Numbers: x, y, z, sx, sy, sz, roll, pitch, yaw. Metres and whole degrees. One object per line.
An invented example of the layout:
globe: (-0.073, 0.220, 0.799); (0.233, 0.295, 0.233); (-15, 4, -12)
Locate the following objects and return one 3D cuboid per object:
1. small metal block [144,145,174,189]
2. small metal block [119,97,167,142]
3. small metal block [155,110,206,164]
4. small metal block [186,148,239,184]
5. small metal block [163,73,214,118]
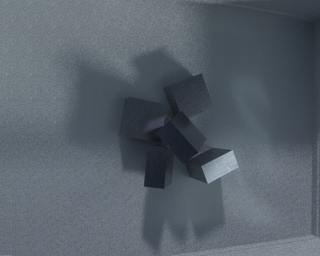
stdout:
small metal block: (0.000, 0.048, 0.395); (0.025, 0.050, 0.050); (5, 89, 12)
small metal block: (-0.022, -0.010, 0.403); (0.050, 0.025, 0.050); (10, 86, -20)
small metal block: (0.028, 0.010, 0.389); (0.025, 0.050, 0.050); (-41, 90, 26)
small metal block: (0.070, 0.050, 0.425); (0.050, 0.050, 0.025); (-24, 98, -19)
small metal block: (0.039, -0.042, 0.426); (0.050, 0.025, 0.050); (-24, 98, -19)
